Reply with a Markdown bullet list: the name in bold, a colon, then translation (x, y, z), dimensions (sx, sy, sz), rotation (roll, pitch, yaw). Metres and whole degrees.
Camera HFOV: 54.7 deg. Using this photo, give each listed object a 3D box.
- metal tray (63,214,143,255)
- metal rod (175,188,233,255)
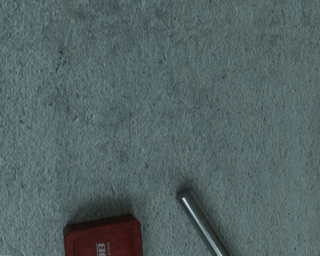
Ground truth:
- **metal tray**: translation (-0.067, 0.180, 0.381), dimensions (0.091, 0.030, 0.129), rotation (-5, 92, -20)
- **metal rod**: translation (0.109, 0.214, 0.449), dimensions (0.025, 0.025, 0.299), rotation (-35, 102, -17)
